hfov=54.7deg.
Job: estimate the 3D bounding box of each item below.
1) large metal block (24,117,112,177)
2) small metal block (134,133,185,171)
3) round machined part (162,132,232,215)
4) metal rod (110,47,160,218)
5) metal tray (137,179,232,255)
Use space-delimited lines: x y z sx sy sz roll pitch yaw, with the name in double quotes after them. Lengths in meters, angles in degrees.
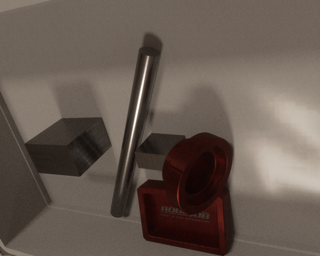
-0.132 0.025 0.456 0.080 0.080 0.050 0 118 28 "large metal block"
0.002 0.031 0.409 0.050 0.050 0.025 4 120 26 "small metal block"
0.041 0.051 0.376 0.042 0.099 0.097 25 131 42 "round machined part"
-0.043 0.028 0.446 0.025 0.025 0.298 24 127 13 "metal rod"
0.034 0.127 0.450 0.130 0.030 0.089 0 104 27 "metal tray"
